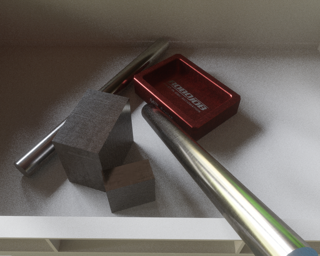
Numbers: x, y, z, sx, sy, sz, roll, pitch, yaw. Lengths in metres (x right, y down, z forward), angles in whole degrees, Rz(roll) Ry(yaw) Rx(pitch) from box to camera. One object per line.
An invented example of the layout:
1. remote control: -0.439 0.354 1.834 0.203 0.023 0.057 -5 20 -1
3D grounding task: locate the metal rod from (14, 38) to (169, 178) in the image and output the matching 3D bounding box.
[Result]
1. metal rod: -0.078 -0.046 0.442 0.025 0.025 0.301 27 55 20

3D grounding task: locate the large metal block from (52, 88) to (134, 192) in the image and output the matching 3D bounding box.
1. large metal block: -0.071 0.015 0.356 0.050 0.080 0.080 14 51 11

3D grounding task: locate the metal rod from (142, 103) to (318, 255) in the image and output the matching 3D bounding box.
1. metal rod: 0.027 0.024 0.290 0.025 0.025 0.300 -14 21 -12

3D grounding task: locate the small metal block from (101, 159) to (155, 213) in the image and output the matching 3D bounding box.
1. small metal block: -0.033 0.063 0.335 0.050 0.050 0.025 -13 52 -11

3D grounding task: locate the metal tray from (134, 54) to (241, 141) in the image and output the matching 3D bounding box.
1. metal tray: 0.036 -0.048 0.442 0.091 0.030 0.130 -32 57 -25
